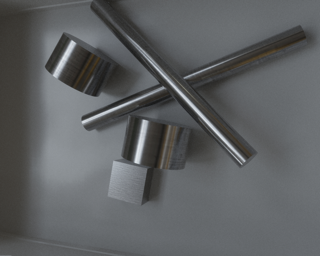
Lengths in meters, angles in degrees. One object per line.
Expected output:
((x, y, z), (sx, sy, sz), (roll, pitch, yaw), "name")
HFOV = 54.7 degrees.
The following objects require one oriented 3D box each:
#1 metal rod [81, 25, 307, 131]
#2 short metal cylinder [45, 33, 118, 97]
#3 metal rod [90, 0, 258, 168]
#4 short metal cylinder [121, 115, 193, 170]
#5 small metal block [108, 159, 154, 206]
((0.029, -0.056, 0.399), (0.300, 0.025, 0.025), (-20, 84, 18), "metal rod")
((-0.105, -0.085, 0.417), (0.080, 0.080, 0.050), (36, 102, 16), "short metal cylinder")
((0.003, -0.070, 0.384), (0.025, 0.025, 0.300), (-47, 67, 14), "metal rod")
((-0.004, 0.016, 0.382), (0.080, 0.080, 0.050), (13, 95, 19), "short metal cylinder")
((-0.040, 0.073, 0.423), (0.050, 0.025, 0.050), (11, 94, 19), "small metal block")
